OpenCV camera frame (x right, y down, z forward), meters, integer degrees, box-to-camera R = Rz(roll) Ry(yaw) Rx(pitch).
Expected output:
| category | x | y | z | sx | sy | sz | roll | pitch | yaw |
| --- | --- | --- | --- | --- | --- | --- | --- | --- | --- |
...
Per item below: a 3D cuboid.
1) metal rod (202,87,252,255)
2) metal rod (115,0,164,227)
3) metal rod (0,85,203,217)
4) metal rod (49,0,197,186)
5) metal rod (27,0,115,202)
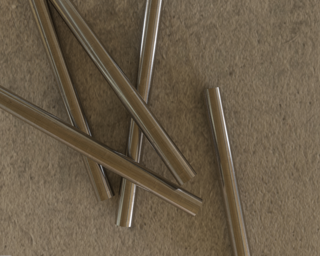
| category | x | y | z | sx | sy | sz | roll | pitch | yaw |
| --- | --- | --- | --- | --- | --- | --- | --- | --- | --- |
| metal rod | 0.095 | 0.095 | 0.411 | 0.025 | 0.025 | 0.298 | -11 | 90 | 0 |
| metal rod | -0.027 | -0.021 | 0.409 | 0.025 | 0.025 | 0.298 | 8 | 90 | -1 |
| metal rod | -0.085 | 0.025 | 0.382 | 0.301 | 0.025 | 0.025 | 30 | 90 | -1 |
| metal rod | -0.053 | -0.059 | 0.388 | 0.025 | 0.025 | 0.299 | -36 | 82 | 0 |
| metal rod | -0.120 | -0.049 | 0.408 | 0.025 | 0.025 | 0.298 | -19 | 90 | 0 |
